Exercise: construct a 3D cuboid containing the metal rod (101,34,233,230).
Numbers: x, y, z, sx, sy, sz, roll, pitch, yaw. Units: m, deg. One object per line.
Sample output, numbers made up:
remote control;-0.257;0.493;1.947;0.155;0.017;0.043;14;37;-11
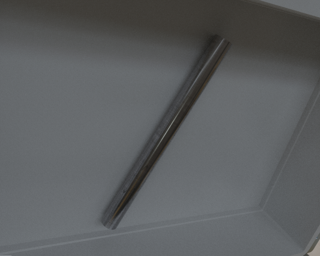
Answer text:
metal rod;0.002;0.015;0.415;0.025;0.025;0.299;22;107;-36
